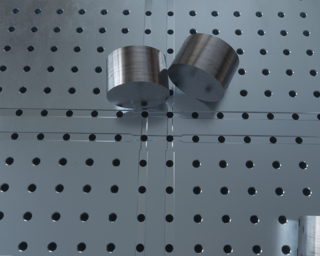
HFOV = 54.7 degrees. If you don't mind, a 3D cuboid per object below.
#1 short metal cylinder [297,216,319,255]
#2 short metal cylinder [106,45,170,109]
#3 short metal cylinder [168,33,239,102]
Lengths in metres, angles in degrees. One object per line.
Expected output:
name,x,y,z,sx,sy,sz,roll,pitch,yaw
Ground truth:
short metal cylinder,0.193,0.129,0.337,0.080,0.080,0.050,10,71,4
short metal cylinder,-0.029,-0.064,0.406,0.081,0.080,0.050,-4,70,-2
short metal cylinder,0.058,-0.078,0.411,0.080,0.080,0.050,25,72,9
